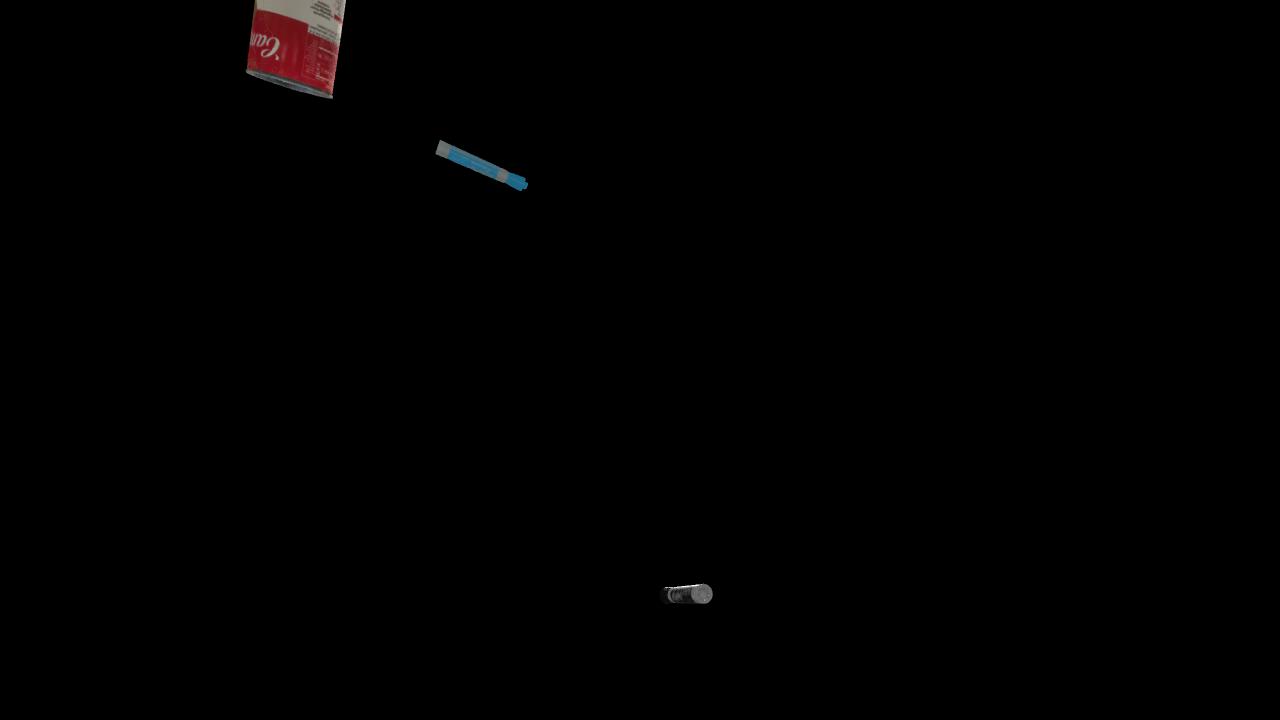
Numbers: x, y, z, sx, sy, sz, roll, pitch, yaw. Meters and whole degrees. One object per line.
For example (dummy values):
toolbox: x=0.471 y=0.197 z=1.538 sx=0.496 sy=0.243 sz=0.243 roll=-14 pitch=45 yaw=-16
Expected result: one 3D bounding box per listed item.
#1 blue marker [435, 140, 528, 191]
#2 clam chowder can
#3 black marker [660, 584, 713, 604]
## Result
blue marker: x=-0.204 y=-0.252 z=0.803 sx=0.121 sy=0.020 sz=0.020 roll=19 pitch=-8 yaw=-23
clam chowder can: x=-0.294 y=-0.288 z=0.530 sx=0.068 sy=0.102 sz=0.068 roll=15 pitch=11 yaw=-3
black marker: x=0.048 y=0.256 z=0.672 sx=0.020 sy=0.020 sz=0.121 roll=0 pitch=-21 yaw=-18
